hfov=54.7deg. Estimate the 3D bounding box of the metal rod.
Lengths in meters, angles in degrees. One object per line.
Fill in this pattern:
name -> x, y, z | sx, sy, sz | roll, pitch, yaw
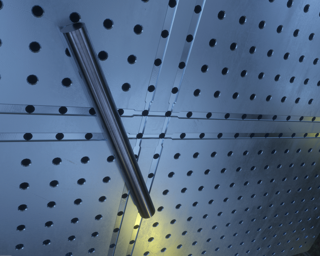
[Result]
metal rod -> -0.053, 0.016, 0.393 | 0.025, 0.025, 0.298 | -26, 128, -13
